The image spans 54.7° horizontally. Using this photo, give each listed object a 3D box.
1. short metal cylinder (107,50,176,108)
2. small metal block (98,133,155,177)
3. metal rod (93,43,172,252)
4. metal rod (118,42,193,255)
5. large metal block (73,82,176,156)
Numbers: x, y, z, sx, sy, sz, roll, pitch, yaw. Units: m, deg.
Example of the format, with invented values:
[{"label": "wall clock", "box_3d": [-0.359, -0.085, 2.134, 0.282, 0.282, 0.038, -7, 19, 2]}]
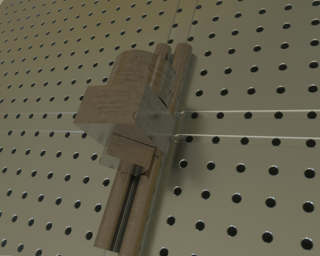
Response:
[{"label": "short metal cylinder", "box_3d": [-0.024, -0.052, 0.389, 0.080, 0.080, 0.050, 1, 62, 28]}, {"label": "small metal block", "box_3d": [-0.040, 0.033, 0.362, 0.050, 0.050, 0.025, 20, 65, -12]}, {"label": "metal rod", "box_3d": [-0.029, 0.008, 0.419, 0.025, 0.025, 0.300, 1, 62, 28]}, {"label": "metal rod", "box_3d": [0.001, 0.012, 0.400, 0.025, 0.025, 0.300, 1, 62, 28]}, {"label": "large metal block", "box_3d": [-0.038, -0.008, 0.365, 0.080, 0.080, 0.050, 0, 62, 28]}]
